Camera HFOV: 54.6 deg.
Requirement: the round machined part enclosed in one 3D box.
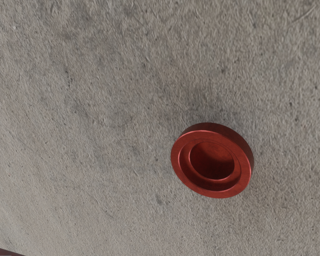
[{"bbox_3d":[0.066,0.036,0.383,0.098,0.042,0.097,13,124,21],"label":"round machined part"}]
